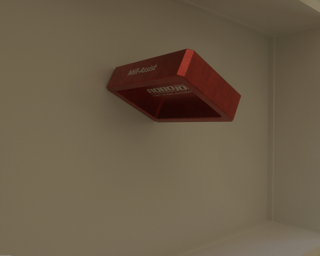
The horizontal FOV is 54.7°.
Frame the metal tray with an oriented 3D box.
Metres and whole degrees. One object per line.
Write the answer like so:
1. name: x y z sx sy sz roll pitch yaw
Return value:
1. metal tray: 0.012 -0.040 0.350 0.090 0.130 0.030 34 69 -36
